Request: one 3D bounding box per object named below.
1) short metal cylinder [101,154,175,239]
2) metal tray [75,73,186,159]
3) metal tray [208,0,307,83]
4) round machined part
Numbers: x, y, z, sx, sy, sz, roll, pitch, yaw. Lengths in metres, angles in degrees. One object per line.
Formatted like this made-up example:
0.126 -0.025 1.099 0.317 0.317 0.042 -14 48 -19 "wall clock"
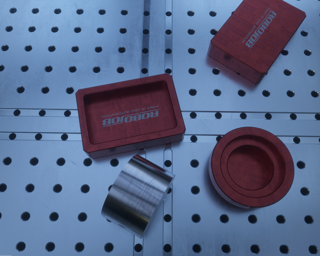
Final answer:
-0.023 0.077 0.354 0.050 0.080 0.080 28 72 9 "short metal cylinder"
-0.039 -0.017 0.414 0.131 0.030 0.090 -11 71 -5 "metal tray"
0.144 -0.140 0.462 0.090 0.030 0.130 35 73 11 "metal tray"
0.110 0.051 0.385 0.099 0.042 0.098 0 70 -1 "round machined part"
